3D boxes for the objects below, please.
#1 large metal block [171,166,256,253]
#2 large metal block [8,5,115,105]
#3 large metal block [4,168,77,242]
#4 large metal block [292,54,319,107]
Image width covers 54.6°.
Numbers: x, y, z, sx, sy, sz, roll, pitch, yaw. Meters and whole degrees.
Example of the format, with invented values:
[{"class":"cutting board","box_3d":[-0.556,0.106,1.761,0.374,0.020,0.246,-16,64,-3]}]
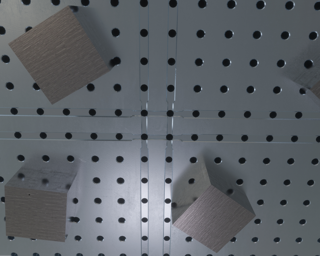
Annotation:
[{"class":"large metal block","box_3d":[0.073,0.117,0.443,0.080,0.050,0.080,36,106,-12]},{"class":"large metal block","box_3d":[-0.111,-0.087,0.367,0.080,0.050,0.080,-28,108,10]},{"class":"large metal block","box_3d":[-0.166,0.108,0.439,0.080,0.050,0.079,8,110,-3]},{"class":"large metal block","box_3d":[0.230,-0.057,0.381,0.080,0.050,0.080,39,105,-13]}]
